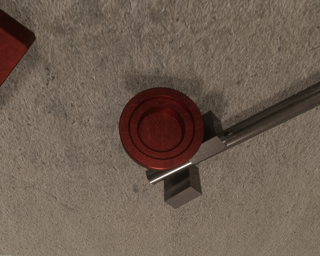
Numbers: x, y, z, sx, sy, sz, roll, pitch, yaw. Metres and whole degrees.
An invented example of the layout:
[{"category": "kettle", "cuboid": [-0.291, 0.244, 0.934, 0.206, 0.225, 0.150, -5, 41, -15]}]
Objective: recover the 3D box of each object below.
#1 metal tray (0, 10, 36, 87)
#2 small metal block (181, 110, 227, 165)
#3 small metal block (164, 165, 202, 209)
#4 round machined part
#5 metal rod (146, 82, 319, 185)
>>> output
[{"category": "metal tray", "cuboid": [-0.210, -0.078, 0.334, 0.090, 0.030, 0.130, 36, 121, -27]}, {"category": "small metal block", "cuboid": [0.055, 0.012, 0.402, 0.050, 0.050, 0.025, -31, 125, 23]}, {"category": "small metal block", "cuboid": [0.033, 0.085, 0.464, 0.050, 0.050, 0.025, -36, 122, 26]}, {"category": "round machined part", "cuboid": [0.001, 0.003, 0.375, 0.099, 0.098, 0.042, 4, 165, -4]}, {"category": "metal rod", "cuboid": [0.108, 0.006, 0.414, 0.300, 0.025, 0.025, -29, 125, 22]}]
